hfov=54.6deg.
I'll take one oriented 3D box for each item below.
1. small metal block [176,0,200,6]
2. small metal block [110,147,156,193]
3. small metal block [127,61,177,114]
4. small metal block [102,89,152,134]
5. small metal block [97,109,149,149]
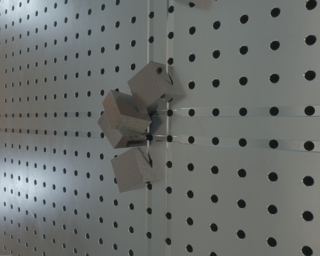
[{"bbox_3d":[0.031,-0.186,0.385,0.050,0.025,0.050,31,109,35],"label":"small metal block"},{"bbox_3d":[-0.039,0.060,0.443,0.050,0.025,0.050,-30,71,36],"label":"small metal block"},{"bbox_3d":[-0.012,-0.054,0.420,0.050,0.025,0.050,-35,69,34],"label":"small metal block"},{"bbox_3d":[-0.046,-0.022,0.425,0.025,0.050,0.050,-52,46,28],"label":"small metal block"},{"bbox_3d":[-0.052,0.001,0.437,0.050,0.050,0.025,53,122,27],"label":"small metal block"}]
